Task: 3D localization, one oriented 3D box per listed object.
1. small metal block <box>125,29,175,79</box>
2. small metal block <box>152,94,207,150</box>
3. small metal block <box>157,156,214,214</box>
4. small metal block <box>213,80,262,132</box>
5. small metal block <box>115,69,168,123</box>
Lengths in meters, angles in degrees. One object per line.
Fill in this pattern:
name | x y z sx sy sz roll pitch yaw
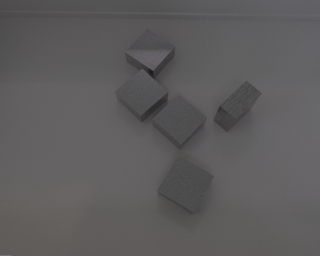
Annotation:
small metal block | -0.014 -0.107 0.448 0.050 0.025 0.050 36 74 12
small metal block | 0.026 -0.008 0.413 0.050 0.025 0.050 42 75 13
small metal block | 0.031 0.071 0.384 0.050 0.025 0.050 29 73 10
small metal block | 0.100 -0.027 0.407 0.050 0.050 0.025 -43 76 -14
small metal block | -0.025 -0.044 0.426 0.050 0.025 0.050 -42 76 -14
